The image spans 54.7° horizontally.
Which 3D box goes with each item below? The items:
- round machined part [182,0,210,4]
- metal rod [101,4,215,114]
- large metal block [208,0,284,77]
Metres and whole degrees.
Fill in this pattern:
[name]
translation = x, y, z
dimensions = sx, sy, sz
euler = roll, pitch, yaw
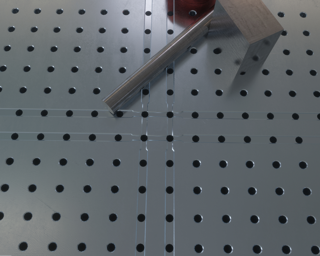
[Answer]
[round machined part]
translation = 0.057, -0.237, 0.490
dimensions = 0.099, 0.042, 0.098
euler = 0, 70, 0
[metal rod]
translation = 0.035, -0.128, 0.458
dimensions = 0.301, 0.025, 0.025
euler = -43, 76, -14
[large metal block]
translation = 0.114, -0.133, 0.432
dimensions = 0.050, 0.080, 0.080
euler = -26, 72, -9
